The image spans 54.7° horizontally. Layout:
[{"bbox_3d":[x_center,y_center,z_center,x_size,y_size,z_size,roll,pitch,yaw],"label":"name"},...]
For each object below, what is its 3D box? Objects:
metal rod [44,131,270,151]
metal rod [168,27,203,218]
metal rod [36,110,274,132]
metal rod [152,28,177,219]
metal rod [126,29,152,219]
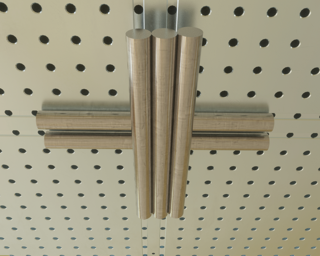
[{"bbox_3d":[-0.003,0.018,0.427,0.302,0.025,0.025,1,130,-1],"label":"metal rod"},{"bbox_3d":[0.027,0.020,0.397,0.025,0.025,0.298,0,130,-1],"label":"metal rod"},{"bbox_3d":[-0.005,-0.009,0.404,0.302,0.025,0.025,1,130,-1],"label":"metal rod"},{"bbox_3d":[0.002,0.021,0.397,0.025,0.025,0.298,0,130,-1],"label":"metal rod"},{"bbox_3d":[-0.023,0.022,0.397,0.025,0.025,0.298,0,130,-1],"label":"metal rod"}]
